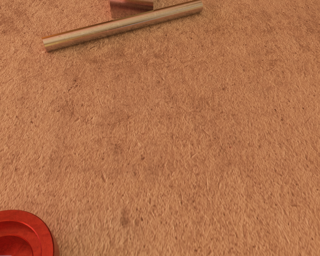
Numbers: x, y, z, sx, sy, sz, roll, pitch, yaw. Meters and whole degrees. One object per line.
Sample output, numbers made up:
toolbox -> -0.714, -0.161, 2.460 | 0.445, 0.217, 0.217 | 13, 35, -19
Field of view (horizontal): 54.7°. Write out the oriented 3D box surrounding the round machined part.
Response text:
round machined part -> -0.141, 0.129, 0.282 | 0.099, 0.042, 0.098 | 0, 50, 0

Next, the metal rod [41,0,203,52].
metal rod -> -0.058, -0.189, 0.561 | 0.302, 0.025, 0.025 | -20, 53, -17

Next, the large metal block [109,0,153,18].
large metal block -> -0.057, -0.260, 0.605 | 0.081, 0.050, 0.080 | -4, 50, -4
